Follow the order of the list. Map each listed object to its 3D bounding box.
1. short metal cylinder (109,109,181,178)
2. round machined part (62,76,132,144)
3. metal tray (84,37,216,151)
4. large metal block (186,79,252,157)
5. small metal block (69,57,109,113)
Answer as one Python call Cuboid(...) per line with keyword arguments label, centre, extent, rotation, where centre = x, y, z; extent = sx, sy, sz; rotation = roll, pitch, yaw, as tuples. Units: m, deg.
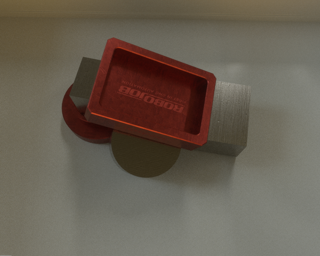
Cuboid(label="short metal cylinder", centre=(-0.020, 0.019, 0.375), extent=(0.081, 0.050, 0.080), rotation=(1, 83, -12))
Cuboid(label="round machined part", centre=(-0.081, -0.032, 0.409), extent=(0.099, 0.042, 0.098), rotation=(0, 70, -1))
Cuboid(label="metal tray", centre=(-0.007, -0.035, 0.343), extent=(0.131, 0.030, 0.090), rotation=(17, 70, -15))
Cuboid(label="large metal block", centre=(0.068, -0.013, 0.399), extent=(0.080, 0.050, 0.080), rotation=(9, 70, 3))
Cuboid(label="small metal block", centre=(-0.081, -0.047, 0.366), extent=(0.025, 0.050, 0.050), rotation=(12, 71, 4))
